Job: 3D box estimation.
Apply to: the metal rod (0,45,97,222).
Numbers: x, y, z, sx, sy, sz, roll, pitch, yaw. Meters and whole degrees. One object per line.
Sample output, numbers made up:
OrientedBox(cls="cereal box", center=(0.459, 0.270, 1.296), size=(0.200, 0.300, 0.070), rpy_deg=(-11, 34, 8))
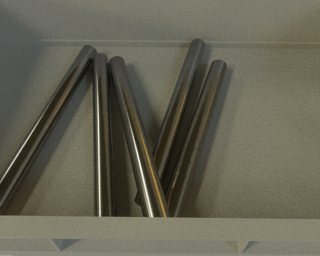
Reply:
OrientedBox(cls="metal rod", center=(-0.148, -0.014, 0.415), size=(0.025, 0.025, 0.300), rpy_deg=(10, 51, 8))

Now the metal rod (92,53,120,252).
OrientedBox(cls="metal rod", center=(-0.074, 0.004, 0.400), size=(0.025, 0.025, 0.300), rpy_deg=(-6, 50, -5))

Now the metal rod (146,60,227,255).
OrientedBox(cls="metal rod", center=(0.045, 0.012, 0.395), size=(0.025, 0.025, 0.301), rpy_deg=(14, 51, 12))

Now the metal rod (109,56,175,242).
OrientedBox(cls="metal rod", center=(-0.033, -0.003, 0.385), size=(0.025, 0.025, 0.300), rpy_deg=(-10, 44, -9))

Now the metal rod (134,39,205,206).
OrientedBox(cls="metal rod", center=(0.024, -0.029, 0.429), size=(0.025, 0.025, 0.300), rpy_deg=(12, 51, 10))
